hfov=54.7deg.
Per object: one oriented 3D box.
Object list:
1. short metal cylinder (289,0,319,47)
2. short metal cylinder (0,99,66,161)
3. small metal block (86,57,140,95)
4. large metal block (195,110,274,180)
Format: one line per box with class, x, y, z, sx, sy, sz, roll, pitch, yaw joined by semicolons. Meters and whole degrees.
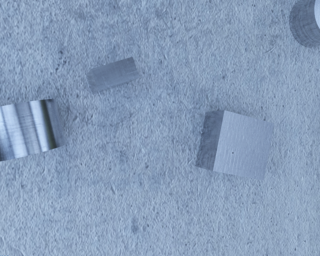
short metal cylinder;0.255;-0.173;0.489;0.081;0.050;0.079;0;90;-20
short metal cylinder;-0.145;0.002;0.326;0.081;0.080;0.050;-13;95;-20
small metal block;-0.058;-0.062;0.374;0.050;0.050;0.025;-21;98;-19
large metal block;0.104;0.024;0.434;0.081;0.050;0.080;13;86;-20
